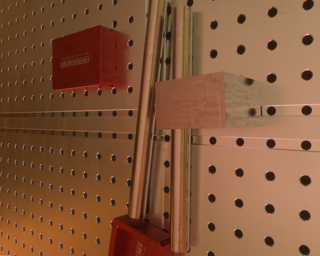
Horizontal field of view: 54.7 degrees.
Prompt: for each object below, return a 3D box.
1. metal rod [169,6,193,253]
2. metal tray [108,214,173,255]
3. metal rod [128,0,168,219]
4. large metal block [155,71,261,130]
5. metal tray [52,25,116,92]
[{"bbox_3d":[0.026,0.002,0.385,0.025,0.025,0.298,1,91,39],"label":"metal rod"},{"bbox_3d":[-0.033,0.197,0.430,0.090,0.030,0.129,15,99,38],"label":"metal tray"},{"bbox_3d":[-0.017,-0.025,0.421,0.025,0.025,0.298,10,96,39],"label":"metal rod"},{"bbox_3d":[0.052,-0.024,0.329,0.080,0.081,0.050,-2,89,39],"label":"large metal block"},{"bbox_3d":[-0.128,-0.109,0.509,0.130,0.030,0.089,0,90,39],"label":"metal tray"}]
